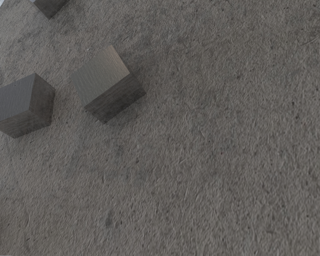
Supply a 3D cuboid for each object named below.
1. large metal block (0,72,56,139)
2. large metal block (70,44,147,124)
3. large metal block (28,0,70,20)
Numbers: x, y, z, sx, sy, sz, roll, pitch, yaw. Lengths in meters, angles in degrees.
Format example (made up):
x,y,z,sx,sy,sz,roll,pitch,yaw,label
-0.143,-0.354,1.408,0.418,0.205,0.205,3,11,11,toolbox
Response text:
x,y,z,sx,sy,sz,roll,pitch,yaw,label
-0.233,-0.038,0.534,0.080,0.050,0.080,-18,55,17,large metal block
-0.079,-0.067,0.471,0.080,0.050,0.080,-36,51,4,large metal block
-0.258,-0.306,0.712,0.080,0.050,0.080,-46,51,-4,large metal block
